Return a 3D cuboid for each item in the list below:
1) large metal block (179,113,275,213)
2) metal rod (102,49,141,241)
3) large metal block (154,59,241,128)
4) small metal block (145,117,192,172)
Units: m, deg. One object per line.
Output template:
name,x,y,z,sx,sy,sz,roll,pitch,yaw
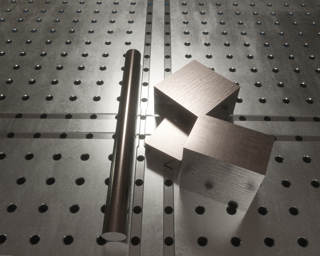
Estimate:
large metal block,0.070,0.039,0.340,0.080,0.080,0.050,19,53,15
metal rod,-0.045,-0.004,0.410,0.025,0.025,0.300,1,50,0
large metal block,0.049,-0.039,0.425,0.080,0.050,0.080,-37,59,-27
small metal block,0.016,0.020,0.391,0.050,0.025,0.050,26,54,19
